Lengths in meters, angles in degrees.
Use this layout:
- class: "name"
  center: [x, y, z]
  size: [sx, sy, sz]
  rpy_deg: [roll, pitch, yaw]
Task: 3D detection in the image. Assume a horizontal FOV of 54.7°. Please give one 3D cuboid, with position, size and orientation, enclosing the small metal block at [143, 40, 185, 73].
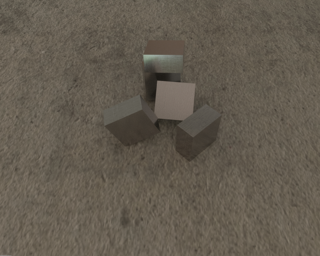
- class: "small metal block"
  center: [0.007, -0.097, 0.417]
  size: [0.050, 0.025, 0.050]
  rpy_deg: [2, 37, 6]

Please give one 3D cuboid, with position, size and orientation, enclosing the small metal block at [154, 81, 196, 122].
- class: "small metal block"
  center: [0.020, -0.035, 0.417]
  size: [0.050, 0.025, 0.050]
  rpy_deg: [5, 87, 3]

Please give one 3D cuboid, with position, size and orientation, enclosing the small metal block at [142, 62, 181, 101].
- class: "small metal block"
  center: [0.002, -0.069, 0.442]
  size: [0.050, 0.050, 0.025]
  rpy_deg: [-8, 37, -7]

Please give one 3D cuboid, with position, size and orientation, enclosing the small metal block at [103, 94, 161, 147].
- class: "small metal block"
  center: [-0.034, -0.008, 0.383]
  size: [0.050, 0.050, 0.025]
  rpy_deg: [-23, 50, 13]

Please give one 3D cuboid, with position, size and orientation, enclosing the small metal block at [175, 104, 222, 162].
- class: "small metal block"
  center: [0.047, 0.006, 0.382]
  size: [0.050, 0.050, 0.025]
  rpy_deg: [-36, 59, -26]
